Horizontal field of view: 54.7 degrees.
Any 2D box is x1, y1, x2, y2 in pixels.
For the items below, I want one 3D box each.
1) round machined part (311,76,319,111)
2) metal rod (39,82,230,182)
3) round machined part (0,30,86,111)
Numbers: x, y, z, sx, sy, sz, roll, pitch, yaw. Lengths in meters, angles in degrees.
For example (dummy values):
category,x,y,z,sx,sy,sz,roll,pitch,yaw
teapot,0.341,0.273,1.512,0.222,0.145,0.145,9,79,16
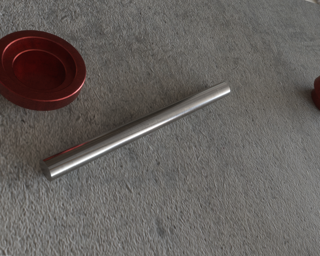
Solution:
category,x,y,z,sx,sy,sz,roll,pitch,yaw
round machined part,0.343,-0.061,0.614,0.099,0.042,0.098,14,56,-21
metal rod,-0.007,-0.009,0.405,0.302,0.025,0.025,-26,76,-37
round machined part,-0.139,-0.061,0.355,0.099,0.042,0.098,14,56,-21
